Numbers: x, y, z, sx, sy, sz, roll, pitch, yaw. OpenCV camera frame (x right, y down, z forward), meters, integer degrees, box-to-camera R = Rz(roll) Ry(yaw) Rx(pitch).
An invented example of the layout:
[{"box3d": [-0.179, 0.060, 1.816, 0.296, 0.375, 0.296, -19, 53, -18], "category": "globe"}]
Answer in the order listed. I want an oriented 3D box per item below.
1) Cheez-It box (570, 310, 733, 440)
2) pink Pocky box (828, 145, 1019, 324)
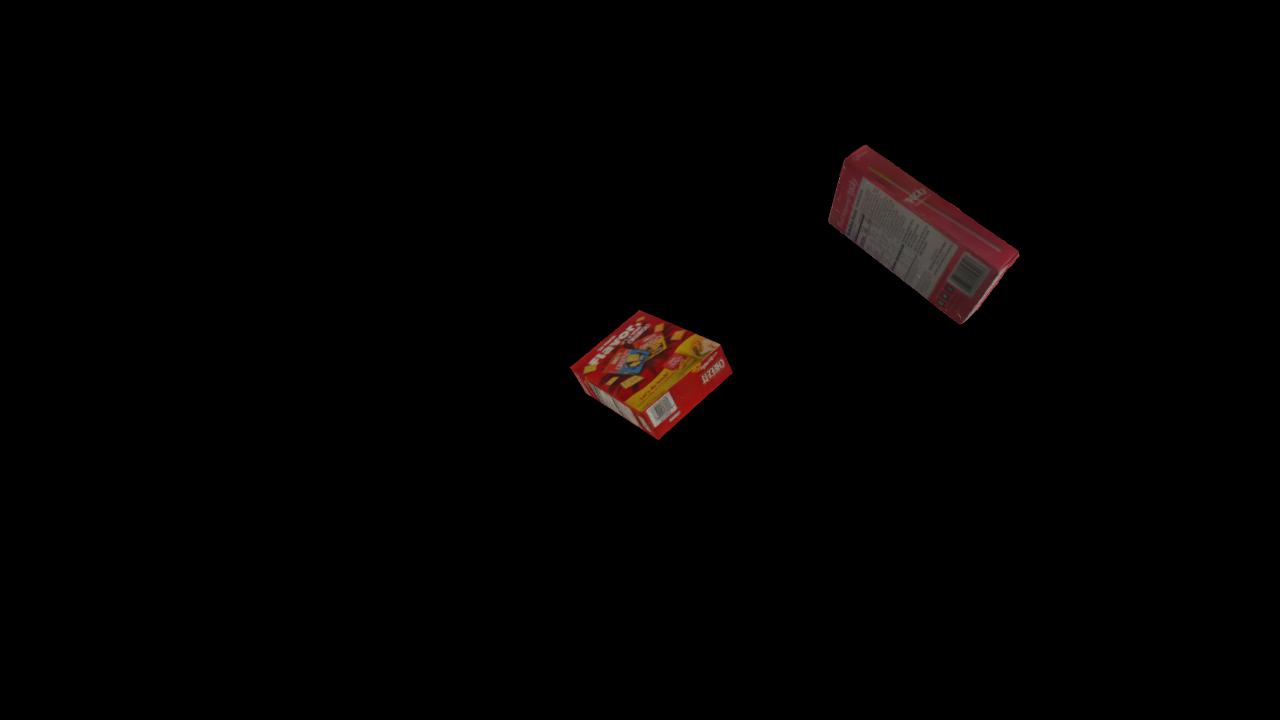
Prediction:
[{"box3d": [0.011, 0.016, 0.986, 0.166, 0.071, 0.223, -40, 36, -18], "category": "Cheez-It box"}, {"box3d": [0.230, -0.106, 0.520, 0.029, 0.155, 0.084, -38, -25, -12], "category": "pink Pocky box"}]
